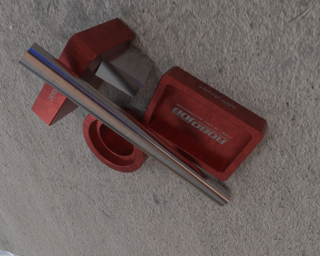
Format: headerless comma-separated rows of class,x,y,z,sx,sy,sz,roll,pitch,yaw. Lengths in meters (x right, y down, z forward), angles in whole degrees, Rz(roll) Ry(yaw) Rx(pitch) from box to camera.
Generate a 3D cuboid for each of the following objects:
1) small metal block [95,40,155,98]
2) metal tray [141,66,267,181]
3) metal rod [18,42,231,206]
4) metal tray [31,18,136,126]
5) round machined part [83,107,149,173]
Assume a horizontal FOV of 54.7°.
small metal block,-0.039,-0.070,0.362,0.050,0.050,0.025,31,132,-10
metal tray,0.048,-0.004,0.376,0.130,0.030,0.089,33,129,6
metal rod,-0.019,0.013,0.356,0.301,0.025,0.025,38,133,-27
metal tray,-0.092,-0.066,0.371,0.030,0.090,0.129,45,129,-3
round machined part,-0.054,0.010,0.426,0.098,0.042,0.097,18,131,23
